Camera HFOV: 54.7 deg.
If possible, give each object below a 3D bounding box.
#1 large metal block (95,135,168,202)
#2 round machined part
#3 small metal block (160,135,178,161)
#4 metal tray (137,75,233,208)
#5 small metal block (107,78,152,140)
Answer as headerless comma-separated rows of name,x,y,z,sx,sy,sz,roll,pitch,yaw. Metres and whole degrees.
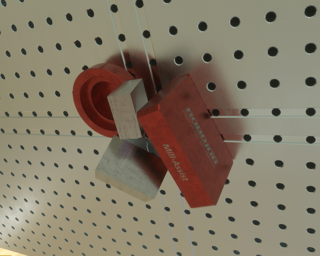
large metal block,-0.040,0.059,0.421,0.080,0.050,0.080,27,161,-3
round machined part,-0.061,-0.039,0.406,0.098,0.042,0.097,13,124,20
small metal block,0.028,0.030,0.407,0.050,0.025,0.050,19,131,30
metal tray,0.035,0.015,0.359,0.030,0.090,0.130,-19,109,35
small metal block,-0.032,-0.022,0.344,0.025,0.050,0.050,-7,115,15
